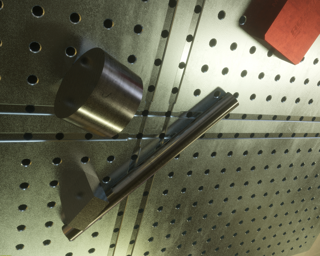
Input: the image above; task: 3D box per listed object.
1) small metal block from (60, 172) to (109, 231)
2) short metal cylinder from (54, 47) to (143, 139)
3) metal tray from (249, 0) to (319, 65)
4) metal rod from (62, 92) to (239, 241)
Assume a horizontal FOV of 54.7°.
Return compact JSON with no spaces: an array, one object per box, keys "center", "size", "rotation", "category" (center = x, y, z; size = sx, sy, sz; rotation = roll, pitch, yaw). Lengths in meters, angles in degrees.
[{"center":[-0.099,0.094,0.401],"size":[0.050,0.050,0.025],"rotation":[-48,129,5],"category":"small metal block"},{"center":[-0.064,-0.035,0.320],"size":[0.050,0.080,0.080],"rotation":[32,100,-39],"category":"short metal cylinder"},{"center":[0.190,-0.161,0.414],"size":[0.091,0.030,0.129],"rotation":[21,107,-37],"category":"metal tray"},{"center":[-0.012,0.052,0.438],"size":[0.301,0.025,0.025],"rotation":[-39,130,-2],"category":"metal rod"}]
